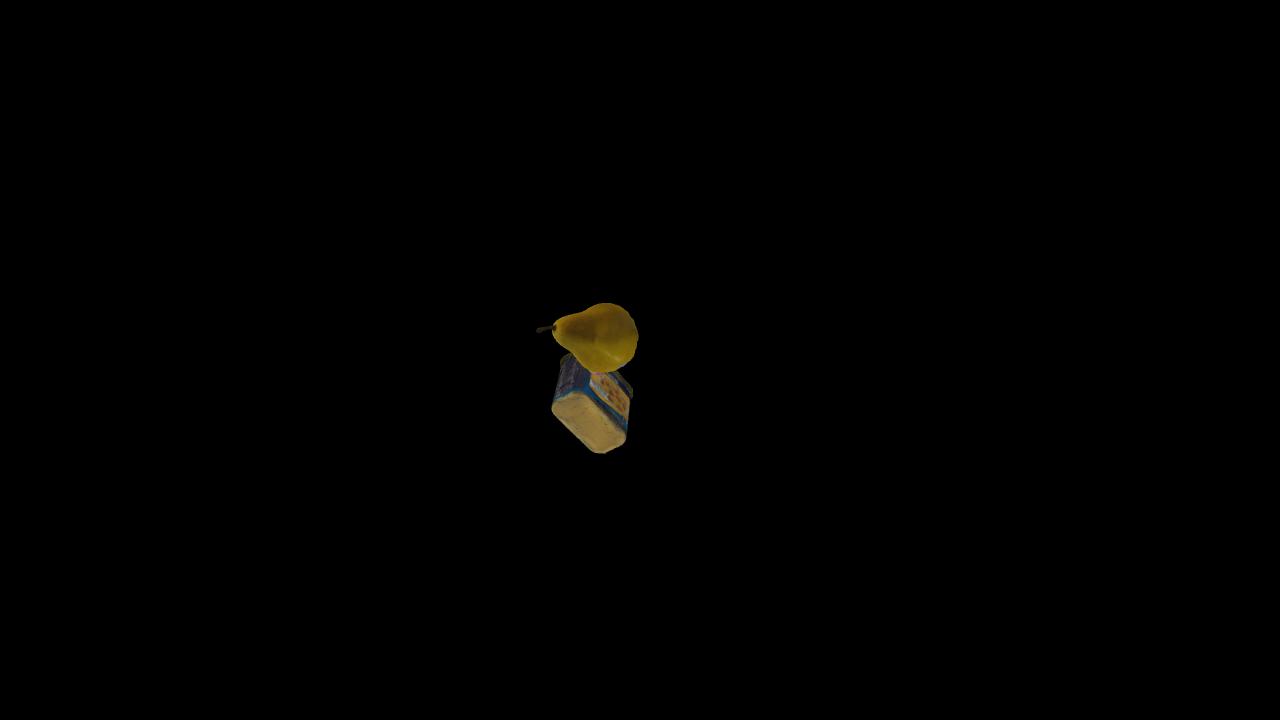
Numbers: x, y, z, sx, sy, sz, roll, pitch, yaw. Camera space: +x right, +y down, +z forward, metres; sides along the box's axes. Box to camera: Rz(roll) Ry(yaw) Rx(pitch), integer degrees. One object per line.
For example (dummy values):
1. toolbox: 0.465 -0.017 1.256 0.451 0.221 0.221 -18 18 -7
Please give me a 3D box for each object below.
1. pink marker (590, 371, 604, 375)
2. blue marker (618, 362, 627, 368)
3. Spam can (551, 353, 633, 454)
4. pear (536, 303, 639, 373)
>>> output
1. pink marker: -0.050 0.021 0.753 0.020 0.020 0.121 0 -18 3
2. blue marker: -0.024 -0.020 0.719 0.020 0.020 0.121 0 19 -1
3. Spam can: -0.055 0.049 0.734 0.058 0.101 0.085 -28 32 23
4. pear: -0.056 -0.030 0.660 0.080 0.080 0.111 0 -16 44
